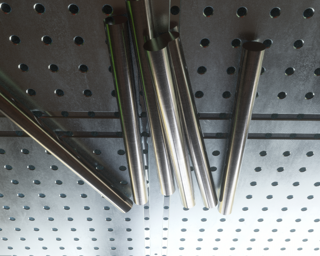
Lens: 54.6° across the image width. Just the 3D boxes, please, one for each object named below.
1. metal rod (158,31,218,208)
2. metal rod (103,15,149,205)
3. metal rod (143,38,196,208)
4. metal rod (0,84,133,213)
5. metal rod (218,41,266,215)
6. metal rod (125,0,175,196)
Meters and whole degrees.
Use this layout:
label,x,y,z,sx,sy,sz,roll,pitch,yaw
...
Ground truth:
label,x,y,z,sx,sy,sz,roll,pitch,yaw
metal rod,0.046,0.013,0.422,0.025,0.025,0.299,-11,130,9
metal rod,-0.038,0.003,0.413,0.025,0.025,0.298,-2,130,2
metal rod,0.022,0.020,0.411,0.025,0.025,0.299,-8,135,6
metal rod,-0.135,0.036,0.440,0.025,0.025,0.300,-26,126,20
metal rod,0.107,0.025,0.433,0.025,0.025,0.298,-1,130,1
metal rod,-0.005,-0.015,0.398,0.025,0.025,0.299,-5,130,4
